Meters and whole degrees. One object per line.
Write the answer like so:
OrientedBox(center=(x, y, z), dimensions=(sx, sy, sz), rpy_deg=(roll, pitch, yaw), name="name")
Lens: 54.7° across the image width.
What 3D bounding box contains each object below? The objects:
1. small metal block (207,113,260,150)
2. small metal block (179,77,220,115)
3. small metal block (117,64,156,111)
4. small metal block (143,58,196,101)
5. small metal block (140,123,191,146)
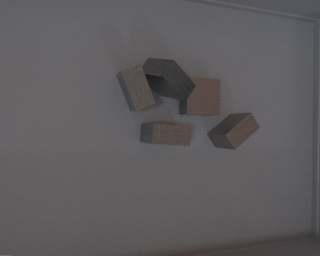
OrientedBox(center=(0.102, 0.004, 0.437), dimensions=(0.050, 0.050, 0.025), rpy_deg=(-38, 103, -16), name="small metal block")
OrientedBox(center=(0.055, -0.043, 0.432), dimensions=(0.050, 0.025, 0.050), rpy_deg=(1, 90, -21), name="small metal block")
OrientedBox(center=(-0.031, -0.049, 0.385), dimensions=(0.025, 0.050, 0.050), rpy_deg=(-22, 98, -12), name="small metal block")
OrientedBox(center=(0.009, -0.062, 0.393), dimensions=(0.050, 0.050, 0.025), rpy_deg=(42, 75, -40), name="small metal block")
OrientedBox(center=(0.006, 0.008, 0.401), dimensions=(0.050, 0.050, 0.025), rpy_deg=(4, 89, -20), name="small metal block")
